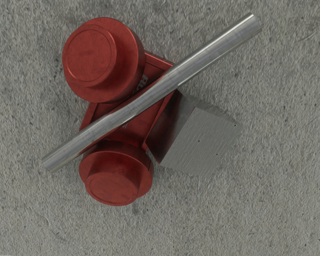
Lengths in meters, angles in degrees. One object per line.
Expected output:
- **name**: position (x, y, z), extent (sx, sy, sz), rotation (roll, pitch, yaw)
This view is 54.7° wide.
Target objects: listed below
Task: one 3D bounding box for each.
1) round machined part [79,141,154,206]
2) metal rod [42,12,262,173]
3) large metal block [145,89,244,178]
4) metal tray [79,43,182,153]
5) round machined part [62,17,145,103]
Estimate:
- **round machined part**: position (-0.059, 0.066, 0.407), extent (0.099, 0.042, 0.097), rotation (4, 131, 5)
- **metal rod**: position (-0.019, -0.035, 0.367), extent (0.300, 0.025, 0.025), rotation (-33, 107, 11)
- **large metal block**: position (0.041, 0.009, 0.386), extent (0.080, 0.050, 0.080), rotation (19, 110, -33)
- **metal tray**: position (-0.037, -0.034, 0.395), extent (0.090, 0.030, 0.129), rotation (23, 108, -9)
- **round machined part**: position (-0.070, -0.078, 0.351), extent (0.098, 0.042, 0.097), rotation (0, 89, 20)
